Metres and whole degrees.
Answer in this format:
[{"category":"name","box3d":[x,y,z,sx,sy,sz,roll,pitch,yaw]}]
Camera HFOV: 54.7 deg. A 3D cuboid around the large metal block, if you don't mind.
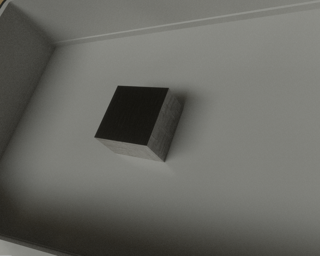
[{"category":"large metal block","box3d":[-0.026,-0.007,0.406,0.080,0.050,0.080,7,65,31]}]
